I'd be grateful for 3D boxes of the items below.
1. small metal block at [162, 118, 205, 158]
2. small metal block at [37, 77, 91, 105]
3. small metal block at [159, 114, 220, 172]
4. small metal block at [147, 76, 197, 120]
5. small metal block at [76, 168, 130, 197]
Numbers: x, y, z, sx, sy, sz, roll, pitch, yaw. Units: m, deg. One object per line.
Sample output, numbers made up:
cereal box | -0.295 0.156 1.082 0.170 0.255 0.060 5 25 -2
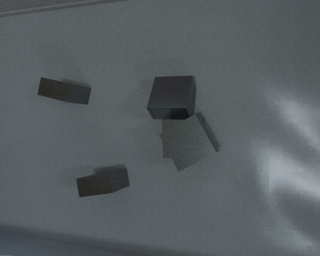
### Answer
small metal block | 0.031 0.013 0.399 0.050 0.025 0.050 -2 90 19
small metal block | -0.136 -0.053 0.445 0.050 0.050 0.025 14 95 19
small metal block | 0.035 0.017 0.371 0.050 0.025 0.050 -30 81 17
small metal block | 0.016 -0.038 0.393 0.050 0.025 0.050 1 58 20
small metal block | -0.077 0.075 0.424 0.050 0.050 0.025 -12 86 19
